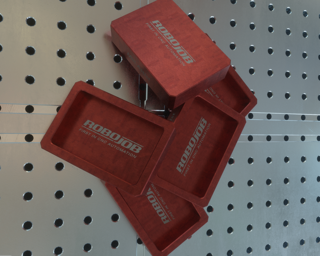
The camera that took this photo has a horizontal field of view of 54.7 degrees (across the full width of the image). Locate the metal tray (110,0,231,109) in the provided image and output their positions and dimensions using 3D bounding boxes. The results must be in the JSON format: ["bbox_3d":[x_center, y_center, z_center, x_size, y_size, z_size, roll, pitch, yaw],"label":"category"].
[{"bbox_3d":[0.011,-0.096,0.382,0.091,0.030,0.130,-32,71,-18],"label":"metal tray"}]

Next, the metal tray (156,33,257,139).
[{"bbox_3d":[0.066,-0.054,0.435,0.090,0.030,0.130,-45,105,-15],"label":"metal tray"}]

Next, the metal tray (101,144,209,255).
[{"bbox_3d":[-0.005,0.095,0.409,0.090,0.030,0.130,-34,102,-17],"label":"metal tray"}]

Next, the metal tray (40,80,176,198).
[{"bbox_3d":[-0.058,0.011,0.357,0.130,0.030,0.090,25,80,12],"label":"metal tray"}]

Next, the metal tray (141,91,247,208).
[{"bbox_3d":[0.044,0.024,0.396,0.090,0.030,0.130,30,80,-18],"label":"metal tray"}]
